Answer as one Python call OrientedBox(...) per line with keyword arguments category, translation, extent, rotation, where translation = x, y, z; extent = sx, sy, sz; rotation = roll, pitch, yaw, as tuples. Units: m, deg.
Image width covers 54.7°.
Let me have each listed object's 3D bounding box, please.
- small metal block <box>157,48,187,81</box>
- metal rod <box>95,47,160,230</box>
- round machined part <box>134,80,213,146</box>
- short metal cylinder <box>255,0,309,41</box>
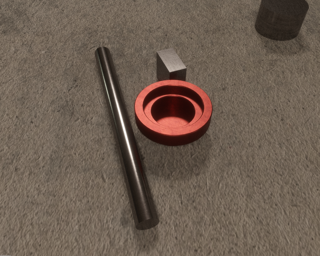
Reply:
OrientedBox(category="small metal block", translation=(0.016, -0.081, 0.455), extent=(0.025, 0.050, 0.050), rotation=(-17, 52, -14))
OrientedBox(category="metal rod", translation=(-0.053, -0.011, 0.411), extent=(0.025, 0.025, 0.300), rotation=(-12, 51, -10))
OrientedBox(category="round machined part", translation=(0.017, -0.015, 0.405), extent=(0.099, 0.042, 0.098), rotation=(0, 50, 0))
OrientedBox(category="short metal cylinder", translation=(0.218, -0.202, 0.560), extent=(0.081, 0.050, 0.080), rotation=(0, 50, 0))
